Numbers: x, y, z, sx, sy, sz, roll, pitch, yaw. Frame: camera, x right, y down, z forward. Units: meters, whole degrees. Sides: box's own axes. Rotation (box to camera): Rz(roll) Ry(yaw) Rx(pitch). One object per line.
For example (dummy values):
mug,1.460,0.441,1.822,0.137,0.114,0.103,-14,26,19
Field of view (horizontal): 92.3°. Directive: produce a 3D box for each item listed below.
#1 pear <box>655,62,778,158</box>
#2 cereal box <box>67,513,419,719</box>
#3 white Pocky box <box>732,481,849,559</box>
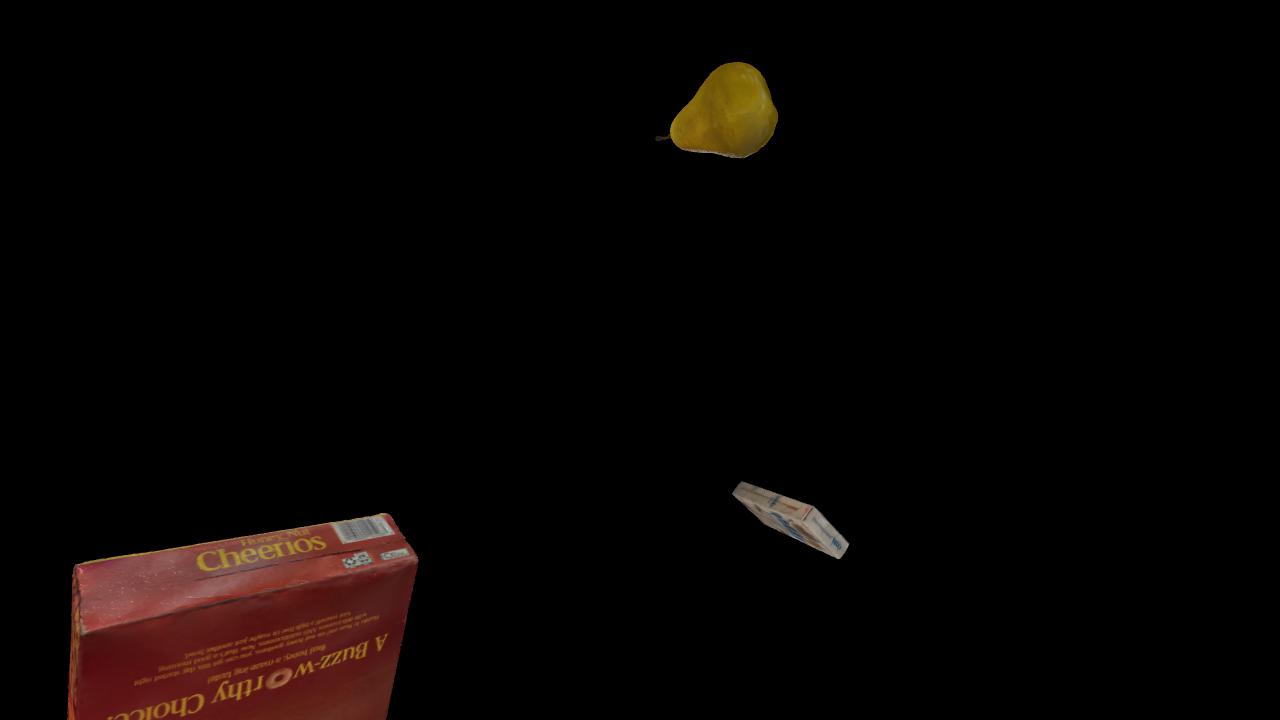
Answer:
pear,0.064,-0.211,0.549,0.111,0.080,0.080,-22,-9,23
cereal box,-0.303,0.280,0.470,0.203,0.306,0.081,0,22,-45
white Pocky box,0.197,0.209,0.820,0.084,0.028,0.154,45,-16,-20
